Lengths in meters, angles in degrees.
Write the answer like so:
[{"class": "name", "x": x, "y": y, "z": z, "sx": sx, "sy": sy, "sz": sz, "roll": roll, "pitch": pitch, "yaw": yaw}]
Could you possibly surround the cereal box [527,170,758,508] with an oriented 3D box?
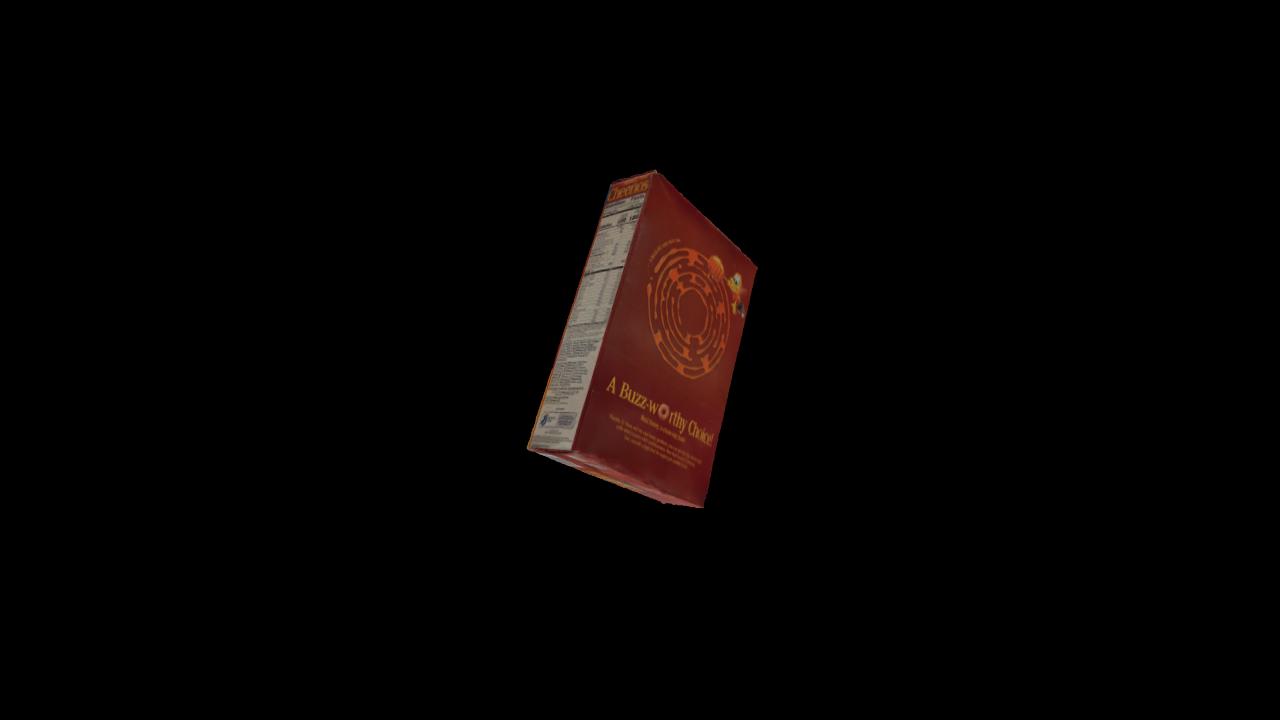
[{"class": "cereal box", "x": 0.018, "y": -0.017, "z": 0.660, "sx": 0.081, "sy": 0.306, "sz": 0.203, "roll": -4, "pitch": -25, "yaw": 43}]
